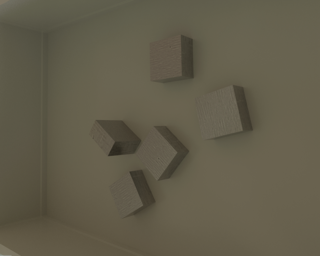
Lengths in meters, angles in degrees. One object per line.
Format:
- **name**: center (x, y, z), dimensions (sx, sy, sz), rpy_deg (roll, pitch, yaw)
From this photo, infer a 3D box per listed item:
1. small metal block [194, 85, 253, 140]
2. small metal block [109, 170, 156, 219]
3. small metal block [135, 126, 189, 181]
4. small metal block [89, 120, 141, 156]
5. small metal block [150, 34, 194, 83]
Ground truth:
- **small metal block**: center (0.071, -0.016, 0.349), dimensions (0.050, 0.025, 0.050), rpy_deg (-17, 79, 38)
- **small metal block**: center (-0.040, 0.094, 0.441), dimensions (0.050, 0.025, 0.050), rpy_deg (-39, 67, 33)
- **small metal block**: center (0.002, 0.032, 0.405), dimensions (0.050, 0.025, 0.050), rpy_deg (48, 118, 29)
- **small metal block**: center (-0.064, 0.013, 0.444), dimensions (0.050, 0.050, 0.025), rpy_deg (43, 116, 31)
- **small metal block**: center (0.014, -0.086, 0.395), dimensions (0.050, 0.025, 0.050), rpy_deg (-2, 89, 40)
